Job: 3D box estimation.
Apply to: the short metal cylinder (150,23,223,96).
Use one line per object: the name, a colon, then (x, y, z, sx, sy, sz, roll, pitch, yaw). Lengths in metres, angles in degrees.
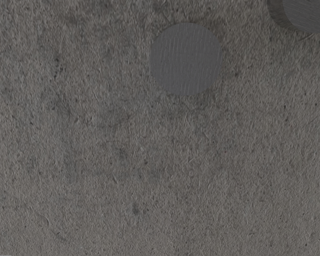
short metal cylinder: (0.029, -0.083, 0.366, 0.081, 0.050, 0.079, 0, 110, 0)

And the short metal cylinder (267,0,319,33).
short metal cylinder: (0.167, -0.148, 0.343, 0.081, 0.050, 0.079, 0, 110, 0)
